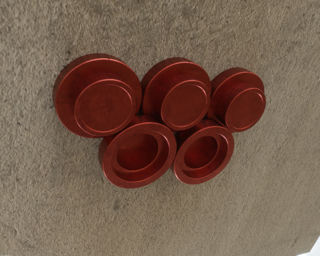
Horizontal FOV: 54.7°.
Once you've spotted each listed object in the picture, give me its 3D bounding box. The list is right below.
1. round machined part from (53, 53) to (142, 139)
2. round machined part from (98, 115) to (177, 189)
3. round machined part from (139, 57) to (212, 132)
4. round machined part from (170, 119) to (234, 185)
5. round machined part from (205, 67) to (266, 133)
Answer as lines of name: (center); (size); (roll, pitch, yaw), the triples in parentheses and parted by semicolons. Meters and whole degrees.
round machined part: (-0.065, -0.030, 0.345); (0.099, 0.042, 0.097); (-14, 125, -21)
round machined part: (-0.031, 0.026, 0.398); (0.099, 0.042, 0.097); (-14, 125, -21)
round machined part: (0.024, -0.036, 0.390); (0.099, 0.042, 0.097); (-14, 125, -21)
round machined part: (0.054, 0.030, 0.448); (0.099, 0.042, 0.097); (-14, 125, -21)
round machined part: (0.110, -0.033, 0.439); (0.099, 0.042, 0.097); (-14, 125, -21)
